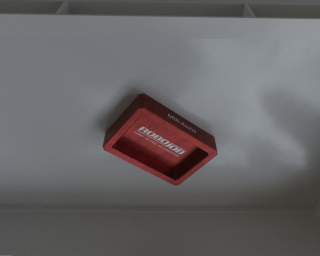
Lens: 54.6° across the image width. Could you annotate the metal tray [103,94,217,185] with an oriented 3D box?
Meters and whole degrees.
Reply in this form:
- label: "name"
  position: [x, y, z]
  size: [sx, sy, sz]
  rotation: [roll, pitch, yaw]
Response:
- label: "metal tray"
  position: [0.001, 0.021, 0.423]
  size: [0.131, 0.030, 0.090]
  rotation: [30, 124, -24]
